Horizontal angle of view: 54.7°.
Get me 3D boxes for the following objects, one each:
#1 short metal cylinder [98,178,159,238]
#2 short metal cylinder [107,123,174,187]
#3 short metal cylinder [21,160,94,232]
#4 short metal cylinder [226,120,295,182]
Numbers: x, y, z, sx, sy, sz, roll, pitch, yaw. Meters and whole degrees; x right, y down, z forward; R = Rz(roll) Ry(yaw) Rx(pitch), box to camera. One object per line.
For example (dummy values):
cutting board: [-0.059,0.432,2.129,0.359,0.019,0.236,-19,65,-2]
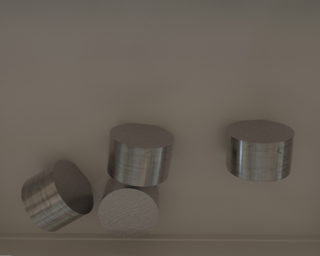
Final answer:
short metal cylinder: [-0.042,0.106,0.437,0.081,0.050,0.079,0,110,0]
short metal cylinder: [-0.025,0.031,0.393,0.081,0.080,0.050,7,110,-3]
short metal cylinder: [-0.134,0.090,0.414,0.050,0.080,0.080,-31,107,11]
short metal cylinder: [0.125,0.026,0.393,0.080,0.080,0.050,-3,110,1]
